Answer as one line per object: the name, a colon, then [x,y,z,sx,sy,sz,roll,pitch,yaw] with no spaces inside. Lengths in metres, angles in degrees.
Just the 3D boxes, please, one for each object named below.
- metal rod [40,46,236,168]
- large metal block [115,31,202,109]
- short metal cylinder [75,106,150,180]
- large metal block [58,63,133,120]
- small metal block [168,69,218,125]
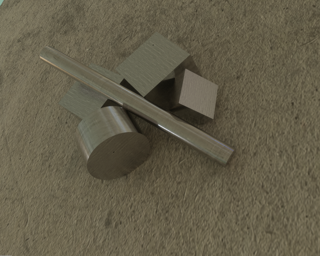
metal rod: [-0.043,-0.037,0.398,0.300,0.025,0.025,30,78,21]
large metal block: [-0.002,-0.076,0.434,0.080,0.050,0.080,-43,51,-2]
short metal cylinder: [-0.060,0.019,0.389,0.080,0.080,0.050,-38,51,3]
large metal block: [-0.089,-0.041,0.461,0.080,0.050,0.080,28,77,37]
small metal block: [0.042,-0.038,0.388,0.025,0.050,0.050,-32,40,56]
